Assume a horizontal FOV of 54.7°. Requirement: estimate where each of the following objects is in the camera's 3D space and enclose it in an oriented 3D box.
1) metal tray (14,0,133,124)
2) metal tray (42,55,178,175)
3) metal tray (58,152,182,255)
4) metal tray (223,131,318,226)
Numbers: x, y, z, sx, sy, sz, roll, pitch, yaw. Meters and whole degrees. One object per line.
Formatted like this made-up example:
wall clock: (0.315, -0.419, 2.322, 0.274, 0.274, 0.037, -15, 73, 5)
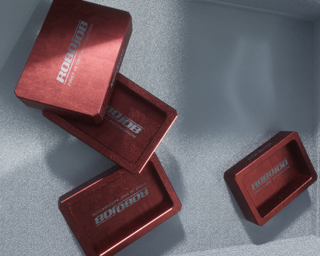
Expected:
metal tray: (-0.091, -0.078, 0.346, 0.090, 0.030, 0.130, 15, 74, 1)
metal tray: (-0.057, -0.015, 0.368, 0.130, 0.030, 0.090, 34, 78, -1)
metal tray: (-0.048, 0.096, 0.391, 0.131, 0.030, 0.090, -29, 100, -18)
metal tray: (0.171, 0.074, 0.473, 0.131, 0.030, 0.090, -32, 101, -18)
